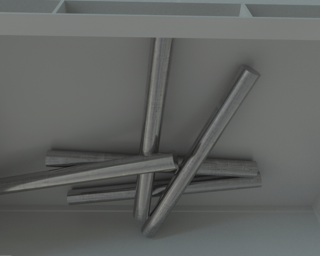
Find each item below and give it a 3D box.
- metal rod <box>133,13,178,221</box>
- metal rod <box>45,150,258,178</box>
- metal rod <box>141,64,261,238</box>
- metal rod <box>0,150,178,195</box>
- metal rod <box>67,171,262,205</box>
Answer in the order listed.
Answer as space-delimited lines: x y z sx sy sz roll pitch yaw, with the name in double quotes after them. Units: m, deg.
-0.012 0.011 0.393 0.025 0.025 0.298 5 124 -5 "metal rod"
-0.009 0.052 0.452 0.302 0.025 0.025 3 130 -4 "metal rod"
0.043 0.050 0.424 0.025 0.025 0.298 19 120 -16 "metal rod"
-0.123 0.066 0.428 0.301 0.025 0.025 -11 130 15 "metal rod"
0.004 0.095 0.488 0.302 0.025 0.025 -6 130 5 "metal rod"
